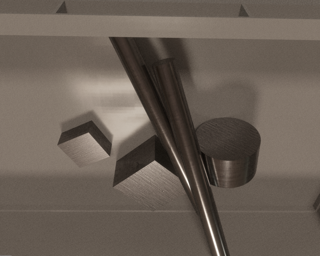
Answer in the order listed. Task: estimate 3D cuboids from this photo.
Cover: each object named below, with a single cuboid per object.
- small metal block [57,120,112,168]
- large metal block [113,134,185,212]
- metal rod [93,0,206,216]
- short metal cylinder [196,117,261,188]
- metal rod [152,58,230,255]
[{"bbox_3d":[-0.103,0.023,0.427,0.050,0.025,0.050,-21,127,16],"label":"small metal block"},{"bbox_3d":[-0.009,0.068,0.451,0.080,0.050,0.080,-35,122,26],"label":"large metal block"},{"bbox_3d":[0.004,-0.005,0.369,0.025,0.025,0.299,-19,117,14],"label":"metal rod"},{"bbox_3d":[0.086,0.030,0.400,0.080,0.080,0.050,-4,130,3],"label":"short metal cylinder"},{"bbox_3d":[0.046,0.061,0.380,0.025,0.025,0.298,-14,114,11],"label":"metal rod"}]
